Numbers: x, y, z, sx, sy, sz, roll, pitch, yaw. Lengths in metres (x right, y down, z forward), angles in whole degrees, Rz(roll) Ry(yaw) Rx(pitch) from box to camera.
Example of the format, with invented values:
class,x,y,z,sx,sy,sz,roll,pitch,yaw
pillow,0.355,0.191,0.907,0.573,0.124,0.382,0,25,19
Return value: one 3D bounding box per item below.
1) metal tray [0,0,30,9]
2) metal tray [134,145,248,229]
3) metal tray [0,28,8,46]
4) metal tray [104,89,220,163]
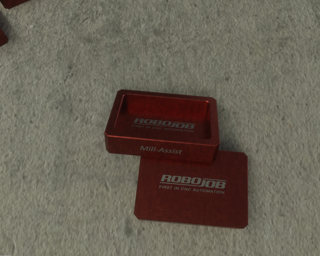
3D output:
class,x,y,z,sx,sy,sz,roll,pitch,yaw
metal tray,-0.208,-0.256,0.497,0.131,0.030,0.090,-29,73,-11
metal tray,0.039,0.071,0.380,0.131,0.030,0.090,5,70,1
metal tray,-0.301,-0.158,0.460,0.090,0.030,0.130,-36,74,-12
metal tray,0.005,-0.005,0.387,0.131,0.030,0.090,5,43,1
